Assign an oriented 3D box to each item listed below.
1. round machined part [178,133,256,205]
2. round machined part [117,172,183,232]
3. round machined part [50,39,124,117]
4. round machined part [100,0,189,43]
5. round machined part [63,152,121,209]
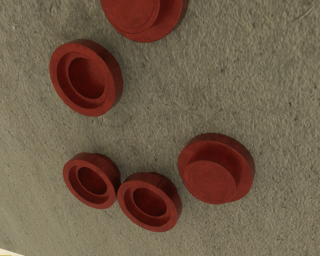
[{"bbox_3d":[0.068,0.059,0.396,0.098,0.042,0.097,13,124,21],"label":"round machined part"},{"bbox_3d":[-0.012,0.106,0.467,0.098,0.042,0.097,13,124,21],"label":"round machined part"},{"bbox_3d":[-0.090,-0.067,0.402,0.098,0.042,0.097,13,124,21],"label":"round machined part"},{"bbox_3d":[-0.023,-0.137,0.323,0.098,0.042,0.097,13,124,21],"label":"round machined part"},{"bbox_3d":[-0.103,0.080,0.500,0.098,0.042,0.097,13,124,21],"label":"round machined part"}]
